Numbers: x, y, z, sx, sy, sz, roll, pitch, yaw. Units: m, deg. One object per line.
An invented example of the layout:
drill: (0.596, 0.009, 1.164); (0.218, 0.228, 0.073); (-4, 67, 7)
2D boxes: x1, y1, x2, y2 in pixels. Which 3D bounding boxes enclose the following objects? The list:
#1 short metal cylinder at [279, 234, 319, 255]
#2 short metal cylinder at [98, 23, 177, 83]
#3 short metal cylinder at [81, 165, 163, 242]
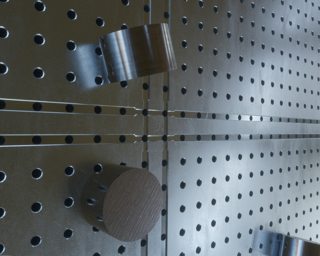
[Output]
short metal cylinder: (0.280, 0.246, 0.613); (0.080, 0.080, 0.050); (22, 76, -38)
short metal cylinder: (-0.025, -0.084, 0.354); (0.081, 0.080, 0.050); (-21, 104, -38)
short metal cylinder: (-0.043, 0.084, 0.359); (0.081, 0.050, 0.079); (0, 90, -40)
